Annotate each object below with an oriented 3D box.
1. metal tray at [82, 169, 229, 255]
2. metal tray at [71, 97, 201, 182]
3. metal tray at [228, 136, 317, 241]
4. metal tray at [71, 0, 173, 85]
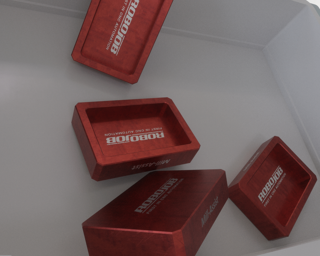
[{"bbox_3d":[0.004,0.076,0.290,0.131,0.090,0.030,-27,109,-61],"label":"metal tray"},{"bbox_3d":[-0.028,0.007,0.369,0.131,0.030,0.090,-7,52,-31],"label":"metal tray"},{"bbox_3d":[0.162,0.080,0.439,0.090,0.030,0.131,48,51,5],"label":"metal tray"},{"bbox_3d":[-0.048,-0.133,0.399,0.091,0.129,0.030,21,15,-17],"label":"metal tray"}]
